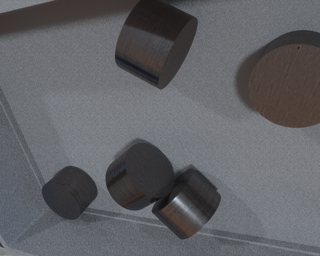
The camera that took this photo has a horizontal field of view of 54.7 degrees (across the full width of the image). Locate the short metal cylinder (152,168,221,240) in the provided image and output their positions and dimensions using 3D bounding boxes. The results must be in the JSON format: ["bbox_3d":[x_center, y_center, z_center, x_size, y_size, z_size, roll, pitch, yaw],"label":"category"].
[{"bbox_3d":[0.035,0.101,0.417,0.050,0.080,0.080,44,129,-3],"label":"short metal cylinder"}]

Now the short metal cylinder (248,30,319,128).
[{"bbox_3d":[0.130,-0.047,0.295,0.080,0.050,0.079,13,124,21],"label":"short metal cylinder"}]

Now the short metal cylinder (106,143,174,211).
[{"bbox_3d":[-0.027,0.067,0.429,0.080,0.080,0.050,47,129,-5],"label":"short metal cylinder"}]

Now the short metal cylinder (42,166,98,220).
[{"bbox_3d":[-0.159,0.114,0.547,0.080,0.050,0.079,13,124,21],"label":"short metal cylinder"}]

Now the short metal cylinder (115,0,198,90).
[{"bbox_3d":[-0.003,-0.087,0.321,0.050,0.080,0.079,30,128,9],"label":"short metal cylinder"}]
